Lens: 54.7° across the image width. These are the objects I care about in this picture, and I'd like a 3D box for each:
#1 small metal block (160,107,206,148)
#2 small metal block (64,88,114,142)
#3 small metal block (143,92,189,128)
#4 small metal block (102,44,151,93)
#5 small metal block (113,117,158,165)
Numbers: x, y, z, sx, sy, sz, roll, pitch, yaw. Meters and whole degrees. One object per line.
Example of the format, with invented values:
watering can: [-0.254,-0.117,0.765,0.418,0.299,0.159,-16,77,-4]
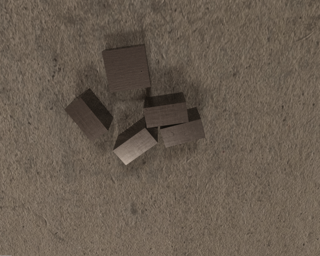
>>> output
small metal block: [0.028,-0.002,0.396,0.050,0.050,0.025,-14,110,5]
small metal block: [-0.087,-0.018,0.389,0.025,0.050,0.050,-33,107,11]
small metal block: [0.007,-0.024,0.388,0.050,0.050,0.025,-8,110,2]
small metal block: [-0.040,-0.074,0.382,0.050,0.025,0.050,-8,110,2]
small metal block: [-0.030,0.014,0.401,0.050,0.050,0.025,-35,107,12]
